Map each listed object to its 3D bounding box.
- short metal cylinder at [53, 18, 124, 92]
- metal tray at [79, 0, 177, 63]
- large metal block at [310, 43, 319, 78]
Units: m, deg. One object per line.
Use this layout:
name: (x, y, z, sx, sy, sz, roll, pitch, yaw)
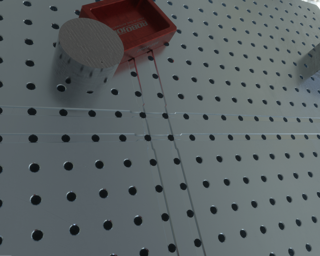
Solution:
short metal cylinder: (-0.093, -0.094, 0.399, 0.081, 0.050, 0.080, 14, 56, -21)
metal tray: (-0.047, -0.157, 0.475, 0.131, 0.030, 0.090, -35, 81, -38)
large metal block: (0.388, -0.144, 0.689, 0.080, 0.050, 0.080, 23, 53, -14)
